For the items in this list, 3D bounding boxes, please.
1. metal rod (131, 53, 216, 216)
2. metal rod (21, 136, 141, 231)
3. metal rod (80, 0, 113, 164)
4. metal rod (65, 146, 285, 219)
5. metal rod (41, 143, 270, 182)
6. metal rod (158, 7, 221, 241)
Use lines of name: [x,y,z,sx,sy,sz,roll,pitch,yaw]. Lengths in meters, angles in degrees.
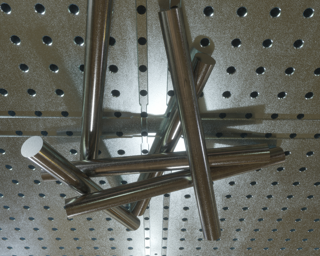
metal rod: [0.006,0.031,0.437,0.025,0.025,0.298,13,129,-11]
metal rod: [-0.089,0.096,0.438,0.025,0.025,0.300,-13,146,11]
metal rod: [-0.078,-0.051,0.367,0.025,0.025,0.298,9,130,-7]
metal rod: [0.029,0.070,0.417,0.302,0.025,0.025,-12,131,-11]
metal rod: [-0.009,0.047,0.417,0.301,0.025,0.025,-6,130,5]
metal rod: [0.041,0.014,0.371,0.025,0.025,0.298,-10,114,8]
